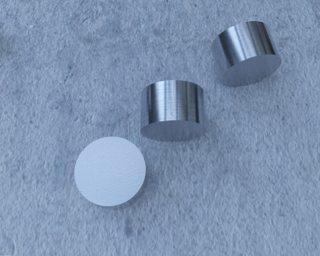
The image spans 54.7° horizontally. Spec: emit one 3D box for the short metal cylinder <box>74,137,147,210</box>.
[{"bbox_3d":[-0.056,0.056,0.374,0.081,0.050,0.080,0,70,0],"label":"short metal cylinder"}]

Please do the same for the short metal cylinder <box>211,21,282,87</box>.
[{"bbox_3d":[0.114,-0.096,0.416,0.081,0.080,0.050,-11,71,-4],"label":"short metal cylinder"}]

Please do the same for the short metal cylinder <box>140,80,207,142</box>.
[{"bbox_3d":[0.016,-0.019,0.386,0.081,0.080,0.050,-1,70,-1],"label":"short metal cylinder"}]
